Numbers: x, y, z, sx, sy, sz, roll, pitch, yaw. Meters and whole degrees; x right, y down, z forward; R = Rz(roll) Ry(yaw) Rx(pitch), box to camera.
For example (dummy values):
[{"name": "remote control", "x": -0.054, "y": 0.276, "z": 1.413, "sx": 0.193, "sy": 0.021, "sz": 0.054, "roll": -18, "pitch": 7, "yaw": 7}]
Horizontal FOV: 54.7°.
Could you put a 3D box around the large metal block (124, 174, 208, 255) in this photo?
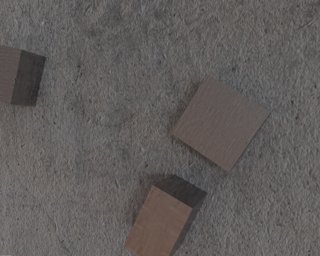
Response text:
[{"name": "large metal block", "x": 0.010, "y": 0.109, "z": 0.376, "sx": 0.050, "sy": 0.080, "sz": 0.080, "roll": 28, "pitch": 99, "yaw": 18}]

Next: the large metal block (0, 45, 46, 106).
[{"name": "large metal block", "x": -0.233, "y": -0.083, "z": 0.478, "sx": 0.080, "sy": 0.050, "sz": 0.080, "roll": 16, "pitch": 95, "yaw": 19}]

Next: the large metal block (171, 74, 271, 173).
[{"name": "large metal block", "x": 0.074, "y": -0.006, "z": 0.370, "sx": 0.080, "sy": 0.050, "sz": 0.080, "roll": 35, "pitch": 101, "yaw": 16}]
